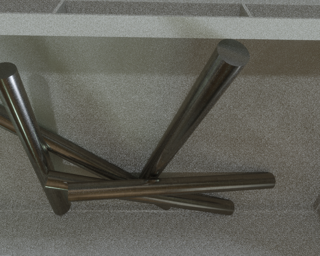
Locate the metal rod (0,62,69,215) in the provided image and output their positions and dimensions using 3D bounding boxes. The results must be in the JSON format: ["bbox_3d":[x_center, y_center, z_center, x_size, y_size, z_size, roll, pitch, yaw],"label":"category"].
[{"bbox_3d":[-0.158,0.041,0.409,0.025,0.025,0.298,2,140,-2],"label":"metal rod"}]

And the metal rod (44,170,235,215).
[{"bbox_3d":[-0.015,0.102,0.468,0.302,0.025,0.025,15,129,-23],"label":"metal rod"}]

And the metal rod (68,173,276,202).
[{"bbox_3d":[0.027,0.082,0.439,0.302,0.025,0.025,0,131,-17],"label":"metal rod"}]

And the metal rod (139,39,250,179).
[{"bbox_3d":[0.016,0.012,0.349,0.025,0.025,0.298,11,151,-10],"label":"metal rod"}]

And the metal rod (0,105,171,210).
[{"bbox_3d":[-0.100,0.052,0.451,0.301,0.025,0.025,33,123,-25],"label":"metal rod"}]
